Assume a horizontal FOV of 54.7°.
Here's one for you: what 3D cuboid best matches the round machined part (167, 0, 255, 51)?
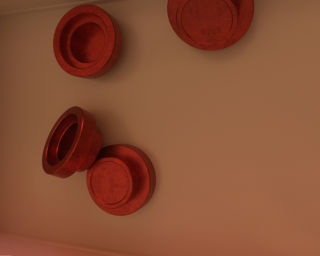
[{"bbox_3d":[0.056,-0.131,0.353,0.098,0.042,0.097,10,135,10],"label":"round machined part"}]

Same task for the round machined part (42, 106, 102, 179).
[{"bbox_3d":[-0.117,0.023,0.426,0.098,0.042,0.098,-27,48,36],"label":"round machined part"}]

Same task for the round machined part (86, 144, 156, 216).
[{"bbox_3d":[-0.059,0.071,0.422,0.098,0.042,0.097,0,90,20],"label":"round machined part"}]

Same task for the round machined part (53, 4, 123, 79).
[{"bbox_3d":[-0.096,-0.118,0.436,0.098,0.042,0.097,0,90,20],"label":"round machined part"}]
